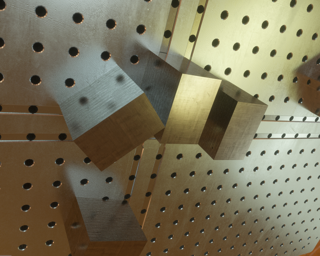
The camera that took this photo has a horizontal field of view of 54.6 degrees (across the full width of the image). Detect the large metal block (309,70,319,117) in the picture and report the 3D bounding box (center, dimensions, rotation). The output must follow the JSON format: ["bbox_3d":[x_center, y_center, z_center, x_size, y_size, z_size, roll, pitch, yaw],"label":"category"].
[{"bbox_3d":[0.302,-0.065,0.518,0.080,0.050,0.080,-33,129,-7],"label":"large metal block"}]

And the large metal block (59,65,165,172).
[{"bbox_3d":[-0.054,-0.014,0.337,0.080,0.080,0.050,-35,129,-5],"label":"large metal block"}]

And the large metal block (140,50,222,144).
[{"bbox_3d":[0.016,-0.036,0.361,0.050,0.080,0.079,3,117,-30],"label":"large metal block"}]

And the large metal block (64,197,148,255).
[{"bbox_3d":[-0.076,0.142,0.421,0.081,0.080,0.050,13,112,-34],"label":"large metal block"}]

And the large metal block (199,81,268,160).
[{"bbox_3d":[0.083,-0.013,0.412,0.050,0.080,0.079,3,117,-30],"label":"large metal block"}]
